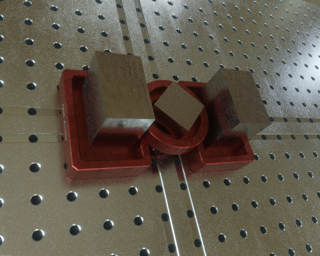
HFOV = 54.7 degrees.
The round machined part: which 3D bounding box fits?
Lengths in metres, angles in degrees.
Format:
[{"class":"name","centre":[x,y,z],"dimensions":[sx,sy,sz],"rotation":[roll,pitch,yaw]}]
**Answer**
[{"class":"round machined part","centre":[0.009,-0.010,0.397],"dimensions":[0.099,0.042,0.098],"rotation":[14,56,-21]}]

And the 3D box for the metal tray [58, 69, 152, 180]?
[{"class":"metal tray","centre":[-0.068,-0.007,0.371],"dimensions":[0.091,0.030,0.130],"rotation":[1,61,-28]}]

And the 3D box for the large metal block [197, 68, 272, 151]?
[{"class":"large metal block","centre":[0.091,-0.022,0.418],"dimensions":[0.050,0.080,0.080],"rotation":[1,61,-28]}]

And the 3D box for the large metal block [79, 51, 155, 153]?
[{"class":"large metal block","centre":[-0.052,-0.025,0.343],"dimensions":[0.050,0.080,0.080],"rotation":[1,62,-28]}]

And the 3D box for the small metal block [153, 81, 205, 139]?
[{"class":"small metal block","centre":[0.019,-0.022,0.379],"dimensions":[0.050,0.025,0.050],"rotation":[38,51,-3]}]

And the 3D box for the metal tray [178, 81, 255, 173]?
[{"class":"metal tray","centre":[0.073,-0.005,0.445],"dimensions":[0.091,0.030,0.130],"rotation":[0,62,-28]}]
